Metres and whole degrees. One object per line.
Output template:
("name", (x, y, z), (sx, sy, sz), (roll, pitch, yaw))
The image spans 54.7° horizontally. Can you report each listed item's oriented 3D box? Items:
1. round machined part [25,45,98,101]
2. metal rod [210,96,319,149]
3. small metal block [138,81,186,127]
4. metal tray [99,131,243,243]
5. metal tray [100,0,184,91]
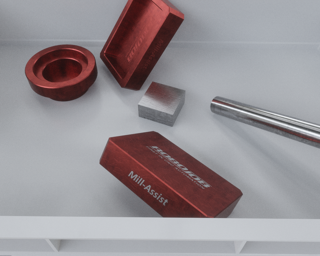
("round machined part", (-0.142, -0.077, 0.457), (0.099, 0.042, 0.098), (0, 50, 0))
("metal rod", (0.173, 0.010, 0.327), (0.025, 0.025, 0.300), (-34, 36, -26))
("small metal block", (0.003, -0.034, 0.434), (0.050, 0.025, 0.050), (18, 52, 14))
("metal tray", (0.012, 0.052, 0.327), (0.130, 0.030, 0.091), (34, 21, 25))
("metal tray", (-0.031, -0.131, 0.451), (0.030, 0.129, 0.090), (7, 38, -46))
